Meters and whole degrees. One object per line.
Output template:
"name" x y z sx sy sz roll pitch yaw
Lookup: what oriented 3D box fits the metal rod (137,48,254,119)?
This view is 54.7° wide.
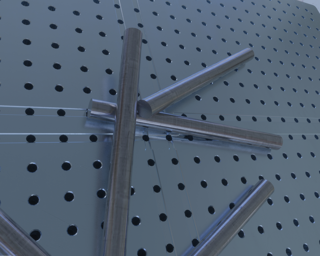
"metal rod" 0.074 -0.081 0.482 0.025 0.025 0.302 51 46 7

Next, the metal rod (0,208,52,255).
"metal rod" -0.171 0.065 0.276 0.300 0.025 0.025 43 51 1

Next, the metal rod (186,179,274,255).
"metal rod" 0.048 0.144 0.347 0.302 0.025 0.025 -30 79 -38

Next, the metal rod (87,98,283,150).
"metal rod" 0.051 0.000 0.437 0.302 0.025 0.025 10 58 -23

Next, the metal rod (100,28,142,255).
"metal rod" -0.041 0.011 0.354 0.025 0.025 0.299 12 64 -22
